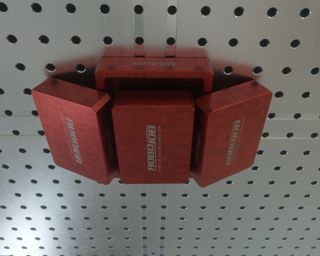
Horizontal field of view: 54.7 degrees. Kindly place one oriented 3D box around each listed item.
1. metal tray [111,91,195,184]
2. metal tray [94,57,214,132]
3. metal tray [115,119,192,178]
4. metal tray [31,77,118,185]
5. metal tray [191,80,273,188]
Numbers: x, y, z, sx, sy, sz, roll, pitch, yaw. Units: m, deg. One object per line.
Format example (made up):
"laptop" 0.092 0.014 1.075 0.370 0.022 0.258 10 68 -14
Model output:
"metal tray" -0.007 0.016 0.382 0.091 0.030 0.129 0 130 0
"metal tray" -0.007 -0.038 0.375 0.131 0.030 0.089 0 131 -1
"metal tray" -0.006 0.030 0.435 0.131 0.030 0.089 0 131 -1
"metal tray" -0.101 0.007 0.389 0.090 0.030 0.129 17 134 19
"metal tray" 0.086 0.011 0.394 0.091 0.030 0.129 -19 134 -21
